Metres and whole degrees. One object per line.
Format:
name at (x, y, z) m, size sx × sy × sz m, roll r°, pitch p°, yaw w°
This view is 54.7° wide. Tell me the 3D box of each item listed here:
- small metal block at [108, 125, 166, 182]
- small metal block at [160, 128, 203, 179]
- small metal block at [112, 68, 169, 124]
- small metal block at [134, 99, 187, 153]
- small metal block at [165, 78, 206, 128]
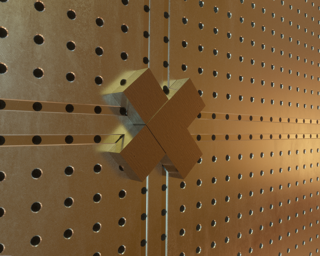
small metal block at (-0.027, 0.031, 0.388) m, size 0.050 × 0.025 × 0.050 m, roll -49°, pitch 119°, yaw -29°
small metal block at (0.027, 0.035, 0.434) m, size 0.050 × 0.025 × 0.050 m, roll -49°, pitch 119°, yaw -29°
small metal block at (-0.024, -0.040, 0.391) m, size 0.050 × 0.025 × 0.050 m, roll -49°, pitch 119°, yaw -29°
small metal block at (0.002, -0.002, 0.412) m, size 0.050 × 0.025 × 0.050 m, roll -49°, pitch 119°, yaw -29°
small metal block at (0.031, -0.035, 0.437) m, size 0.050 × 0.025 × 0.050 m, roll -49°, pitch 119°, yaw -29°
